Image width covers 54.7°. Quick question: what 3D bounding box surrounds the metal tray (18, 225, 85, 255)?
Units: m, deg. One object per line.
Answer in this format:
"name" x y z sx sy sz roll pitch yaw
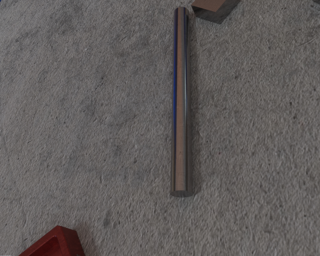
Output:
"metal tray" -0.119 0.189 0.345 0.090 0.030 0.130 -38 51 2

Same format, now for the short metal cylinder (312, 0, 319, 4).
"short metal cylinder" 0.230 -0.202 0.391 0.080 0.050 0.080 -13 56 20

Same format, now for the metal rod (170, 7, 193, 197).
"metal rod" 0.029 -0.055 0.421 0.025 0.025 0.299 -11 57 22

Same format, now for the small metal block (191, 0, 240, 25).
"small metal block" 0.085 -0.192 0.476 0.050 0.025 0.050 34 81 38
